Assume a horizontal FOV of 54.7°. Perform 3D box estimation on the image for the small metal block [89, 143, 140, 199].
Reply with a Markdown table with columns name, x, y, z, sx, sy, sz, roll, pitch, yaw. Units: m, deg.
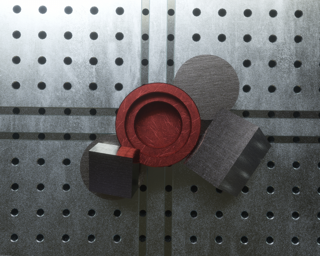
| name | x | y | z | sx | sy | sz | roll | pitch | yaw |
| --- | --- | --- | --- | --- | --- | --- | --- | --- | --- |
| small metal block | -0.051 | 0.048 | 0.350 | 0.050 | 0.025 | 0.050 | 8 | 110 | 12 |

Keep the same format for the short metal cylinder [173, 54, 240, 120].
| name | x | y | z | sx | sy | sz | roll | pitch | yaw |
| --- | --- | --- | --- | --- | --- | --- | --- | --- | --- |
| short metal cylinder | 0.056 | -0.050 | 0.401 | 0.081 | 0.050 | 0.079 | 0 | 90 | 0 |

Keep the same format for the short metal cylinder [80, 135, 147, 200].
| name | x | y | z | sx | sy | sz | roll | pitch | yaw |
| --- | --- | --- | --- | --- | --- | --- | --- | --- | --- |
| short metal cylinder | -0.057 | 0.048 | 0.400 | 0.081 | 0.050 | 0.079 | 0 | 90 | 0 |

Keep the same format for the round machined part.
| name | x | y | z | sx | sy | sz | roll | pitch | yaw |
| --- | --- | --- | --- | --- | --- | --- | --- | --- | --- |
| round machined part | -0.002 | -0.004 | 0.375 | 0.099 | 0.042 | 0.097 | 0 | 90 | 0 |

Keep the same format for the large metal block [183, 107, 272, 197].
| name | x | y | z | sx | sy | sz | roll | pitch | yaw |
| --- | --- | --- | --- | --- | --- | --- | --- | --- | --- |
| large metal block | 0.086 | 0.032 | 0.380 | 0.050 | 0.080 | 0.080 | 34 | 90 | 34 |
